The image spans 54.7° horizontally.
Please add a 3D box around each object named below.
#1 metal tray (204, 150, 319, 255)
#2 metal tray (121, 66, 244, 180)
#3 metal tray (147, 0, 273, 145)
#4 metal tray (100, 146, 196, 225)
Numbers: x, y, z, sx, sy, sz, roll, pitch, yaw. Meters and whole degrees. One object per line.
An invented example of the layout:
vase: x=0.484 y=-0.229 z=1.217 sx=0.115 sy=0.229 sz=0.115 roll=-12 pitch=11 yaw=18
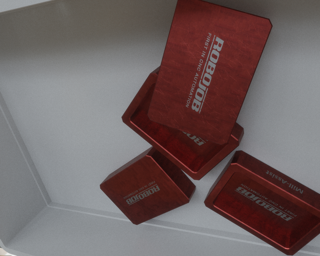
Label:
metal tray: x=0.133 y=0.096 z=0.394 sx=0.130 sy=0.030 sz=0.089 roll=30 pitch=128 yaw=8
metal tray: x=0.026 y=-0.004 z=0.388 sx=0.130 sy=0.030 sz=0.089 roll=39 pitch=129 yaw=1
metal tray: x=0.047 y=-0.057 z=0.319 sx=0.090 sy=0.030 sz=0.129 roll=20 pitch=112 yaw=9
metal tray: x=-0.022 y=0.090 z=0.471 sx=0.090 sy=0.030 sz=0.130 roll=49 pitch=128 yaw=-7
